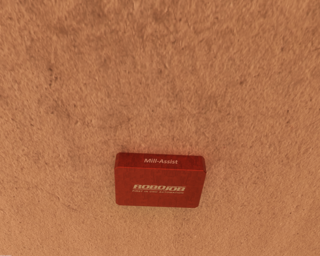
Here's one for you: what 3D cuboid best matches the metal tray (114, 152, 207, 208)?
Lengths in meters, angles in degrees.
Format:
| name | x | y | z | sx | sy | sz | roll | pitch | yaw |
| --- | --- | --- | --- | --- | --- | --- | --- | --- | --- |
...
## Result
| name | x | y | z | sx | sy | sz | roll | pitch | yaw |
| --- | --- | --- | --- | --- | --- | --- | --- | --- | --- |
| metal tray | -0.002 | 0.082 | 0.473 | 0.131 | 0.030 | 0.089 | 3 | 130 | -3 |
